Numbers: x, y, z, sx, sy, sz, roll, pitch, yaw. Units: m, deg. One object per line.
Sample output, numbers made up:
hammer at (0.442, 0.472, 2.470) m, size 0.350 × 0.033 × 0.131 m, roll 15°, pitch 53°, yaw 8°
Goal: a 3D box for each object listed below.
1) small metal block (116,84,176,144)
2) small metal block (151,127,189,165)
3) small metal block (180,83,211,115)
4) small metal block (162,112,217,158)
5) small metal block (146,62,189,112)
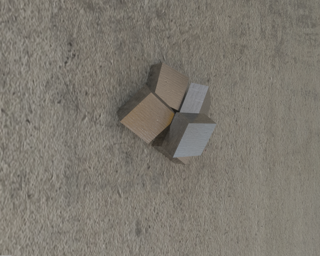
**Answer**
small metal block at (-0.016, -0.017, 0.380) m, size 0.050 × 0.025 × 0.050 m, roll -43°, pitch 124°, yaw 9°
small metal block at (0.022, 0.016, 0.427) m, size 0.050 × 0.025 × 0.050 m, roll 40°, pitch 66°, yaw -33°
small metal block at (0.051, -0.028, 0.437) m, size 0.050 × 0.025 × 0.050 m, roll 62°, pitch 47°, yaw -64°
small metal block at (0.037, 0.009, 0.392) m, size 0.050 × 0.025 × 0.050 m, roll 0°, pitch 123°, yaw -40°
small metal block at (0.008, -0.053, 0.415) m, size 0.050 × 0.025 × 0.050 m, roll 22°, pitch 76°, yaw -38°
